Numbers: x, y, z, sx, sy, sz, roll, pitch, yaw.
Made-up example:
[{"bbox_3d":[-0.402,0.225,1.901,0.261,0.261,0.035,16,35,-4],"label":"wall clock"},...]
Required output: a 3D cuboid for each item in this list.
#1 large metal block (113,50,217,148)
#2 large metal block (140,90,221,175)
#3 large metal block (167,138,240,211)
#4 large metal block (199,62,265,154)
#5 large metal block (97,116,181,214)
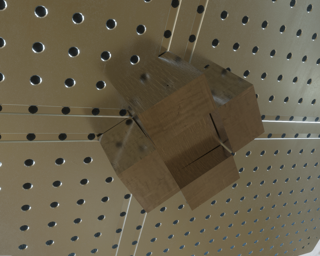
[{"bbox_3d":[0.004,-0.036,0.355,0.080,0.080,0.050,-33,129,-6],"label":"large metal block"},{"bbox_3d":[0.023,0.002,0.407,0.080,0.050,0.080,-32,127,-5],"label":"large metal block"},{"bbox_3d":[0.051,0.054,0.437,0.080,0.080,0.050,-32,129,-7],"label":"large metal block"},{"bbox_3d":[0.083,-0.027,0.403,0.050,0.080,0.080,-34,129,-6],"label":"large metal block"},{"bbox_3d":[-0.027,0.045,0.388,0.050,0.080,0.080,-34,129,-6],"label":"large metal block"}]
